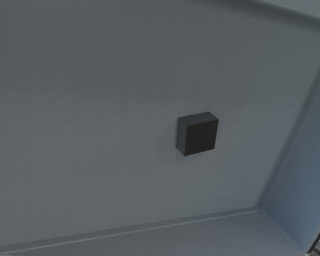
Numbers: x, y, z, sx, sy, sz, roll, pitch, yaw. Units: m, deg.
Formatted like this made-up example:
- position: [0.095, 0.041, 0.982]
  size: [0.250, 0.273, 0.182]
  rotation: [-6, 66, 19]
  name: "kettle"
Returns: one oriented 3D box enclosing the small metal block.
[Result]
- position: [0.053, 0.008, 0.442]
  size: [0.050, 0.025, 0.050]
  rotation: [-12, 123, -22]
  name: "small metal block"
